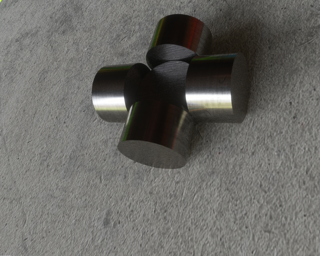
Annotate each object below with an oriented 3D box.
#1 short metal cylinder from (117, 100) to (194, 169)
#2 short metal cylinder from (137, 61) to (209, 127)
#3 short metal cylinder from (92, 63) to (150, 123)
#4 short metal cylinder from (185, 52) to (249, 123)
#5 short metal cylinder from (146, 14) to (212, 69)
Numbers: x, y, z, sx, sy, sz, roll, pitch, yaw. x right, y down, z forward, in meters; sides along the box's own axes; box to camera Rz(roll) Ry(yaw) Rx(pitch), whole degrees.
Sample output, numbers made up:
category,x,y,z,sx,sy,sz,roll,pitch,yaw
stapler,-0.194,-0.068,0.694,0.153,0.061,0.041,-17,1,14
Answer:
category,x,y,z,sx,sy,sz,roll,pitch,yaw
short metal cylinder,-0.004,0.010,0.364,0.080,0.080,0.050,0,62,28
short metal cylinder,0.018,-0.040,0.404,0.080,0.050,0.080,-13,56,20
short metal cylinder,-0.046,-0.047,0.422,0.050,0.080,0.080,2,63,29
short metal cylinder,0.069,-0.046,0.361,0.050,0.080,0.080,2,63,29
short metal cylinder,0.026,-0.105,0.419,0.080,0.080,0.050,2,63,28
